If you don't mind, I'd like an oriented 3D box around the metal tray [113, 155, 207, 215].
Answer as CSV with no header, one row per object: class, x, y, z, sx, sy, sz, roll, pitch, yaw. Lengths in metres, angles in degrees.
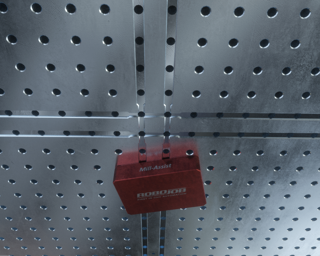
metal tray,0.002,0.092,0.487,0.131,0.030,0.090,-9,130,7
